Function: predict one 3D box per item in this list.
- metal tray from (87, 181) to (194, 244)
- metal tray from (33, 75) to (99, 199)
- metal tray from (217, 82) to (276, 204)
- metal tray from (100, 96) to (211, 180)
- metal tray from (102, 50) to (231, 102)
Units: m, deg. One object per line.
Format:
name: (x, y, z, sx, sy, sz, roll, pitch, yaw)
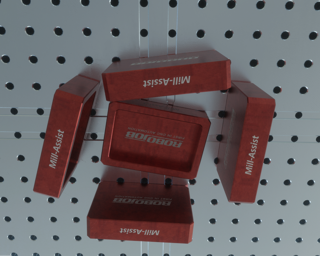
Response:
metal tray: (-0.024, 0.111, 0.419, 0.131, 0.090, 0.030, 4, 110, -1)
metal tray: (-0.113, 0.008, 0.381, 0.030, 0.090, 0.129, 17, 109, -6)
metal tray: (0.101, 0.015, 0.385, 0.030, 0.090, 0.129, 4, 110, -2)
metal tray: (-0.007, 0.014, 0.415, 0.131, 0.030, 0.089, 10, 110, -4)
metal tray: (0.007, -0.062, 0.355, 0.131, 0.090, 0.030, -6, 110, 2)
